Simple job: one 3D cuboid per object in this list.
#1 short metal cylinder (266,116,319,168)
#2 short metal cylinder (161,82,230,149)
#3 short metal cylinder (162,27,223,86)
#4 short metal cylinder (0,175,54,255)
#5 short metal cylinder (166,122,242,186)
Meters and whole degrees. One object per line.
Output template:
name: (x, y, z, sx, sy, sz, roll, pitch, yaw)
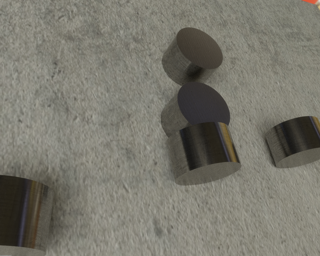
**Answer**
short metal cylinder: (0.208, 0.023, 0.469, 0.081, 0.080, 0.050, 3, 60, -27)
short metal cylinder: (0.048, -0.016, 0.425, 0.081, 0.050, 0.080, 14, 56, -21)
short metal cylinder: (0.050, -0.109, 0.483, 0.081, 0.050, 0.080, 14, 56, -21)
short metal cylinder: (-0.132, 0.076, 0.252, 0.081, 0.080, 0.050, 11, 57, -23)
short metal cylinder: (0.052, 0.033, 0.378, 0.081, 0.080, 0.050, 1, 62, -28)
